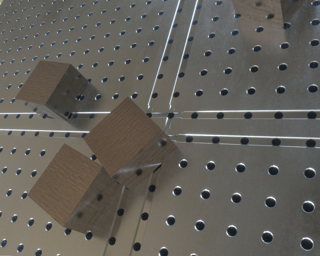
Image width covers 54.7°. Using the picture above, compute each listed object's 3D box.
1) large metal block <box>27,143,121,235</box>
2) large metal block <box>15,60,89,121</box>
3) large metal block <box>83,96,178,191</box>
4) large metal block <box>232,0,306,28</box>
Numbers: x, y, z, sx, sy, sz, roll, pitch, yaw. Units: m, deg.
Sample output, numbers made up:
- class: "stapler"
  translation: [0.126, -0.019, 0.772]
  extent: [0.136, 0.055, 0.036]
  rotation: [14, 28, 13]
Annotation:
- class: "large metal block"
  translation: [-0.108, 0.077, 0.400]
  extent: [0.080, 0.050, 0.080]
  rotation: [23, 74, 36]
- class: "large metal block"
  translation: [-0.182, -0.065, 0.525]
  extent: [0.080, 0.050, 0.080]
  rotation: [13, 68, 33]
- class: "large metal block"
  translation: [-0.039, 0.019, 0.399]
  extent: [0.080, 0.050, 0.080]
  rotation: [-43, 51, -2]
- class: "large metal block"
  translation: [0.156, -0.196, 0.430]
  extent: [0.080, 0.050, 0.080]
  rotation: [33, 80, 38]
